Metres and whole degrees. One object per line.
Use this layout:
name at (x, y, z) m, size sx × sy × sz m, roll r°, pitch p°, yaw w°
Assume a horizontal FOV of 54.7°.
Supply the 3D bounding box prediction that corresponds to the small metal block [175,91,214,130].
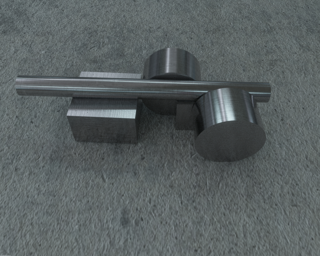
small metal block at (0.046, -0.022, 0.406) m, size 0.050 × 0.050 × 0.025 m, roll 1°, pitch 50°, yaw 0°

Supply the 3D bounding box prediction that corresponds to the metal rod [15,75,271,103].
metal rod at (-0.019, -0.048, 0.378) m, size 0.302 × 0.025 × 0.025 m, roll 2°, pitch 50°, yaw -1°

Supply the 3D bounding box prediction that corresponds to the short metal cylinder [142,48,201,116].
short metal cylinder at (0.016, -0.061, 0.421) m, size 0.081 × 0.080 × 0.050 m, roll 2°, pitch 50°, yaw 1°

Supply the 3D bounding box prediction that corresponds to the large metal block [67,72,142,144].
large metal block at (-0.067, -0.027, 0.407) m, size 0.081 × 0.050 × 0.080 m, roll 3°, pitch 50°, yaw 1°

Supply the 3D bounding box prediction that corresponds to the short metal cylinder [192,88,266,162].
short metal cylinder at (0.080, -0.002, 0.371) m, size 0.081 × 0.080 × 0.050 m, roll 0°, pitch 50°, yaw -1°
